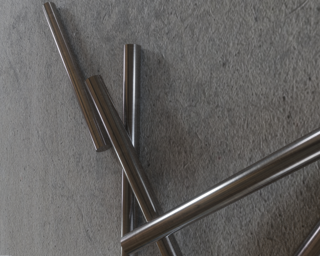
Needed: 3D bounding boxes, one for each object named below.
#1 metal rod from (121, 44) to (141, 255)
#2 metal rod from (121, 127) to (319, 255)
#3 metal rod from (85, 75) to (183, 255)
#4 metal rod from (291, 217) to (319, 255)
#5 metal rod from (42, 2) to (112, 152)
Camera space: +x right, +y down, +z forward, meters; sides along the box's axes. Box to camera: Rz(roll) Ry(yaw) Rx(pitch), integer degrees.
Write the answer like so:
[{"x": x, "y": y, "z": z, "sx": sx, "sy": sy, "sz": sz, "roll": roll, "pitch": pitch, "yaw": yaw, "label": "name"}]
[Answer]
[{"x": -0.041, "y": 0.034, "z": 0.439, "sx": 0.025, "sy": 0.025, "sz": 0.298, "roll": 1, "pitch": 91, "yaw": 40, "label": "metal rod"}, {"x": 0.070, "y": 0.066, "z": 0.321, "sx": 0.299, "sy": 0.025, "sz": 0.025, "roll": -36, "pitch": 68, "yaw": 25, "label": "metal rod"}, {"x": -0.030, "y": 0.065, "z": 0.405, "sx": 0.025, "sy": 0.025, "sz": 0.299, "roll": -33, "pitch": 77, "yaw": 35, "label": "metal rod"}, {"x": 0.175, "y": 0.043, "z": 0.260, "sx": 0.025, "sy": 0.025, "sz": 0.298, "roll": 38, "pitch": 113, "yaw": 33, "label": "metal rod"}, {"x": -0.146, "y": -0.096, "z": 0.525, "sx": 0.025, "sy": 0.025, "sz": 0.299, "roll": -38, "pitch": 67, "yaw": 33, "label": "metal rod"}]
